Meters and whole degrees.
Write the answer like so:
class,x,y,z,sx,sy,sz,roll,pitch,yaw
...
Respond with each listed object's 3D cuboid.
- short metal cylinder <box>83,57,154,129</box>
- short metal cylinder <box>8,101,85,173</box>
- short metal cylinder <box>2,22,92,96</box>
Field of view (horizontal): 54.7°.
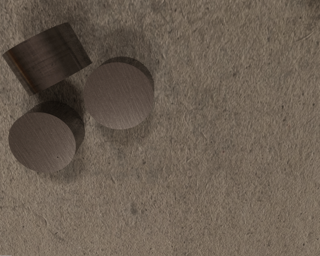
class,x,y,z,sx,sy,sz,roll,pitch,yaw
short metal cylinder,-0.048,-0.044,0.380,0.081,0.050,0.079,0,110,-1
short metal cylinder,-0.143,0.010,0.398,0.081,0.050,0.079,0,110,-1
short metal cylinder,-0.125,-0.077,0.350,0.080,0.080,0.050,-25,108,8
